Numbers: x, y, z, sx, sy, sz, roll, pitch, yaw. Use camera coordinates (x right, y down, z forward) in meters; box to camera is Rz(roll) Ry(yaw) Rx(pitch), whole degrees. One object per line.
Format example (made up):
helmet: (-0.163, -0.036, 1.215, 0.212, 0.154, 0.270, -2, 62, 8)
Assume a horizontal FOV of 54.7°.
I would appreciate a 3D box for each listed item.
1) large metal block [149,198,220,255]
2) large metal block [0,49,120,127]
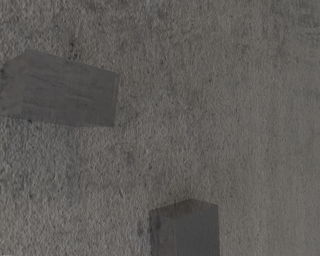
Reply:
large metal block: (0.034, 0.147, 0.417, 0.081, 0.050, 0.079, -5, 93, -40)
large metal block: (-0.096, -0.031, 0.288, 0.081, 0.080, 0.050, 9, 84, -40)
